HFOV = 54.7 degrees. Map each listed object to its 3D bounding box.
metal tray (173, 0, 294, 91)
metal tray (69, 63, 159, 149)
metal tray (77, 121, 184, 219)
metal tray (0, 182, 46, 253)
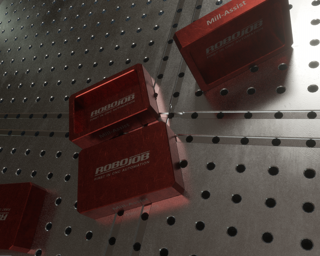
[{"bbox_3d":[0.093,-0.108,0.383,0.130,0.090,0.030,-27,53,11],"label":"metal tray"},{"bbox_3d":[-0.072,-0.032,0.460,0.130,0.030,0.090,-22,54,14],"label":"metal tray"},{"bbox_3d":[-0.041,0.054,0.392,0.130,0.030,0.090,-20,54,16],"label":"metal tray"},{"bbox_3d":[-0.235,0.128,0.447,0.130,0.030,0.090,-8,58,23],"label":"metal tray"}]
